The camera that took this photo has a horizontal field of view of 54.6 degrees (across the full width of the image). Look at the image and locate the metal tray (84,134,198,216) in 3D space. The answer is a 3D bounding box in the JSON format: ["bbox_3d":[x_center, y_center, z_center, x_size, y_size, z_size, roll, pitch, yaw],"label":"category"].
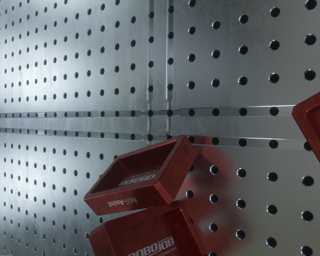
[{"bbox_3d":[-0.025,0.060,0.388,0.130,0.090,0.030,-20,112,38],"label":"metal tray"}]

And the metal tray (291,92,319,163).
[{"bbox_3d":[0.189,-0.009,0.249,0.130,0.030,0.090,-35,68,34],"label":"metal tray"}]

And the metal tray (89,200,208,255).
[{"bbox_3d":[-0.005,0.138,0.346,0.030,0.131,0.090,-40,66,33],"label":"metal tray"}]
